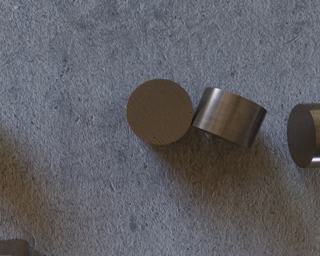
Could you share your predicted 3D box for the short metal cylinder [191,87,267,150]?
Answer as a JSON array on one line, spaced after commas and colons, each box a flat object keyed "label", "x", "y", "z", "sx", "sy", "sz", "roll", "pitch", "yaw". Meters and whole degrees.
[{"label": "short metal cylinder", "x": 0.084, "y": -0.011, "z": 0.383, "sx": 0.080, "sy": 0.080, "sz": 0.050, "roll": 23, "pitch": 90, "yaw": 0}]

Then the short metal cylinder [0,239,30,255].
[{"label": "short metal cylinder", "x": -0.203, "y": 0.176, "z": 0.381, "sx": 0.080, "sy": 0.080, "sz": 0.050, "roll": -5, "pitch": 90, "yaw": 0}]

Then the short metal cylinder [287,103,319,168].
[{"label": "short metal cylinder", "x": 0.199, "y": 0.009, "z": 0.384, "sx": 0.050, "sy": 0.080, "sz": 0.080, "roll": -2, "pitch": 90, "yaw": 0}]

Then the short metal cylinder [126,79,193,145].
[{"label": "short metal cylinder", "x": 0.000, "y": -0.020, "z": 0.397, "sx": 0.081, "sy": 0.050, "sz": 0.080, "roll": 0, "pitch": 90, "yaw": 0}]
